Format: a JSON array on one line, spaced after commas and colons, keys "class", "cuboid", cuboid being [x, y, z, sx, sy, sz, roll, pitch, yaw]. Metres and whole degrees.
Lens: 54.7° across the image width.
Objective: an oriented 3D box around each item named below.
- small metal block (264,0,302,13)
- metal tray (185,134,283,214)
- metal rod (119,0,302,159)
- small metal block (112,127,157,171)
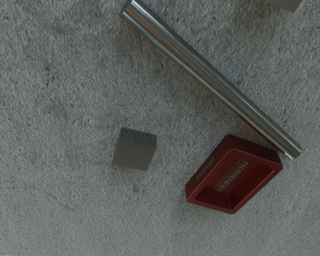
[{"class": "small metal block", "cuboid": [0.115, -0.143, 0.287, 0.050, 0.025, 0.050, 16, 128, -14]}, {"class": "metal tray", "cuboid": [0.107, 0.075, 0.469, 0.091, 0.030, 0.129, 19, 127, -17]}, {"class": "metal rod", "cuboid": [0.078, -0.044, 0.371, 0.301, 0.025, 0.025, 35, 122, -26]}, {"class": "small metal block", "cuboid": [-0.036, 0.030, 0.433, 0.050, 0.025, 0.050, 13, 129, -12]}]
